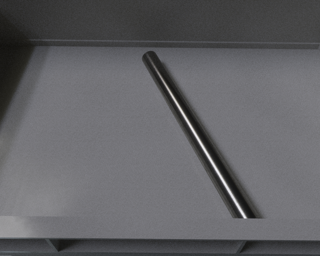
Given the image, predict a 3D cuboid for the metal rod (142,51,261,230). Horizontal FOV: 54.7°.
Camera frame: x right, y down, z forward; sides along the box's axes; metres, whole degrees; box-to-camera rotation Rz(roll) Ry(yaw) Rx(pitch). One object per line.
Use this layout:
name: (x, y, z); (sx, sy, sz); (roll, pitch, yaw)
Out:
metal rod: (0.038, -0.007, 0.411); (0.025, 0.025, 0.300); (-17, 52, -14)
